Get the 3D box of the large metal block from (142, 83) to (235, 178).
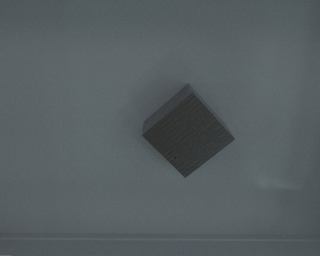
[{"bbox_3d":[0.035,0.003,0.400,0.080,0.050,0.080,-40,106,13],"label":"large metal block"}]
